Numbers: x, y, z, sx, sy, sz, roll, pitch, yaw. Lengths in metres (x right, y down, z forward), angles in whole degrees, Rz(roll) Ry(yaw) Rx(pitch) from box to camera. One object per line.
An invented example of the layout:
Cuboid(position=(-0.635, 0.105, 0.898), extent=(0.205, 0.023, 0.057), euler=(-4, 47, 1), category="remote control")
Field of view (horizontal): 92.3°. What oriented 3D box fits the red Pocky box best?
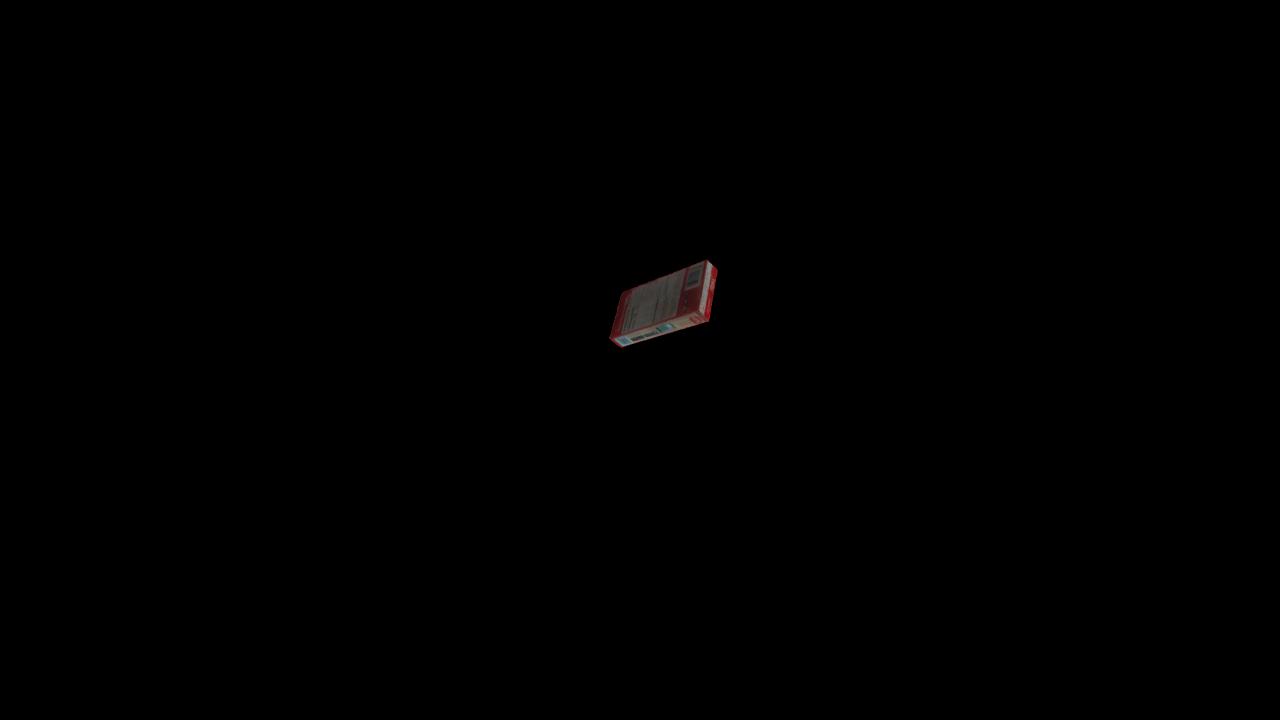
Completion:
Cuboid(position=(0.030, -0.071, 0.807), extent=(0.155, 0.083, 0.028), euler=(-15, -39, 41), category="red Pocky box")
